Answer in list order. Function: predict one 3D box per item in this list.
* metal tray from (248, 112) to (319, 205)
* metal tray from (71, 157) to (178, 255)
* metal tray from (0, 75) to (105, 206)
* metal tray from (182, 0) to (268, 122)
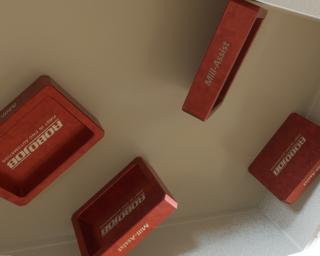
[{"bbox_3d":[0.221,0.049,0.517,0.030,0.090,0.129,26,104,-37],"label":"metal tray"},{"bbox_3d":[-0.051,0.110,0.406,0.130,0.090,0.030,-42,129,1],"label":"metal tray"},{"bbox_3d":[-0.139,0.017,0.339,0.130,0.030,0.090,-42,130,0],"label":"metal tray"},{"bbox_3d":[0.076,-0.079,0.357,0.090,0.030,0.129,-37,152,-61],"label":"metal tray"}]
